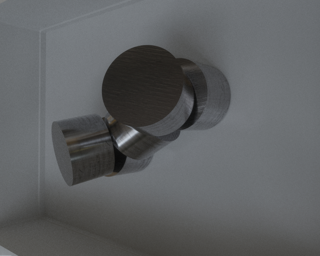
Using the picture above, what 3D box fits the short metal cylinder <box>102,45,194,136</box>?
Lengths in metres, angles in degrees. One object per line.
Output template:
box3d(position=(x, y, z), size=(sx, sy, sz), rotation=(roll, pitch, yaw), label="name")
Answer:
box3d(position=(-0.010, -0.035, 0.310), size=(0.080, 0.050, 0.080), rotation=(-4, 77, 17), label="short metal cylinder")

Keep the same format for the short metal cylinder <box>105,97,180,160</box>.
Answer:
box3d(position=(-0.021, -0.007, 0.384), size=(0.050, 0.081, 0.080), rotation=(-36, 68, 34), label="short metal cylinder")

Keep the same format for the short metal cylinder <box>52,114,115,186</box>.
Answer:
box3d(position=(-0.096, 0.026, 0.381), size=(0.080, 0.050, 0.079), rotation=(31, 128, 51), label="short metal cylinder")

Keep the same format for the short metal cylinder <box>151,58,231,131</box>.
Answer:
box3d(position=(0.034, -0.037, 0.359), size=(0.080, 0.050, 0.079), rotation=(0, 90, 39), label="short metal cylinder")

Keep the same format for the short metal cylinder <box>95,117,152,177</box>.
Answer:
box3d(position=(-0.055, 0.025, 0.432), size=(0.080, 0.050, 0.079), rotation=(0, 90, 39), label="short metal cylinder")
